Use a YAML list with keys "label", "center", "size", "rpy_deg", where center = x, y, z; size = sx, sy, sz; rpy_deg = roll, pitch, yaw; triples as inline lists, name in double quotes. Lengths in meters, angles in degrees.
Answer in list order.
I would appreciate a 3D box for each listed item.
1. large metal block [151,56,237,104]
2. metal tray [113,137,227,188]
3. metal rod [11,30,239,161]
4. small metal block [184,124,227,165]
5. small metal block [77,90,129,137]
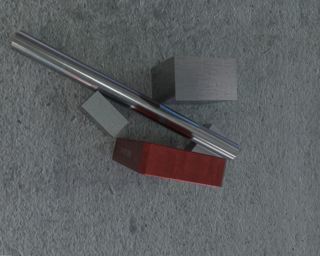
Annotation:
- label: "large metal block"
  center: [0.041, -0.057, 0.396]
  size: [0.081, 0.080, 0.050]
  rpy_deg: [-2, 91, -20]
- label: "metal tray"
  center: [0.004, 0.036, 0.357]
  size: [0.091, 0.130, 0.030]
  rpy_deg: [13, 86, -20]
- label: "metal rod"
  center: [-0.031, -0.034, 0.385]
  size: [0.301, 0.025, 0.025]
  rpy_deg: [27, 81, -13]
- label: "small metal block"
  center: [0.071, 0.029, 0.438]
  size: [0.050, 0.025, 0.050]
  rpy_deg: [43, 76, -15]
- label: "small metal block"
  center: [-0.070, -0.016, 0.371]
  size: [0.050, 0.050, 0.025]
  rpy_deg: [46, 76, -15]
